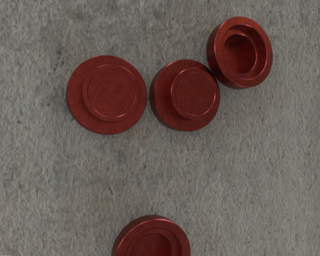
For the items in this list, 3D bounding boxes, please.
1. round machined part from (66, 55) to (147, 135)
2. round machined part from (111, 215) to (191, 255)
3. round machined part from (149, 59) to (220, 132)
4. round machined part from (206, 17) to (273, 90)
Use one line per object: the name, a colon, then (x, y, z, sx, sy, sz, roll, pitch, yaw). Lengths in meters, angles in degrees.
round machined part: (-0.062, -0.040, 0.378, 0.099, 0.042, 0.097, 0, 90, -21)
round machined part: (-0.014, 0.160, 0.396, 0.099, 0.042, 0.097, 0, 90, -21)
round machined part: (0.039, -0.044, 0.415, 0.099, 0.042, 0.097, 0, 90, -20)
round machined part: (0.107, -0.102, 0.438, 0.099, 0.042, 0.097, 1, 87, -24)
